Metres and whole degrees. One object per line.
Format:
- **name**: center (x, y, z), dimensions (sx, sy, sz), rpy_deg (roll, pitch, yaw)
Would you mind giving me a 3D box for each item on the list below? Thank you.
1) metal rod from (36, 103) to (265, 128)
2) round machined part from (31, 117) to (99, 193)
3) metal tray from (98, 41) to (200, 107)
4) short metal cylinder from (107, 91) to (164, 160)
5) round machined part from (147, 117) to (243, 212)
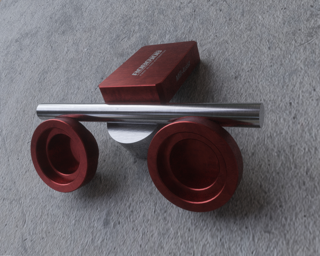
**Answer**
- **metal rod**: center (-0.034, -0.018, 0.369), dimensions (0.300, 0.025, 0.025), rpy_deg (2, 63, 29)
- **round machined part**: center (-0.122, 0.033, 0.415), dimensions (0.098, 0.042, 0.097), rpy_deg (6, 103, 26)
- **metal tray**: center (-0.010, -0.075, 0.417), dimensions (0.090, 0.030, 0.131), rpy_deg (2, 37, 29)
- **short metal cylinder**: center (-0.021, -0.005, 0.403), dimensions (0.080, 0.050, 0.080), rpy_deg (-13, 56, 20)
- **round machined part**: center (0.039, 0.035, 0.329), dimensions (0.098, 0.042, 0.097), rpy_deg (8, 108, 26)
